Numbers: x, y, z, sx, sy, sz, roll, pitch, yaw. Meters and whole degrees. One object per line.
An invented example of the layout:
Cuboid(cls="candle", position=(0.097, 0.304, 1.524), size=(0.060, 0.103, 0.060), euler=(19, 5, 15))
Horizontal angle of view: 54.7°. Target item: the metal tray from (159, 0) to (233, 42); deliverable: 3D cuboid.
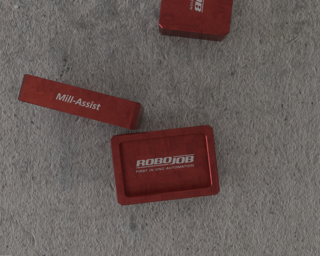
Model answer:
Cuboid(cls="metal tray", position=(0.050, -0.186, 0.408), size=(0.091, 0.030, 0.129), euler=(6, 90, 0))

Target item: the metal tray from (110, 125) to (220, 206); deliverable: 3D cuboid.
Cuboid(cls="metal tray", position=(0.007, 0.047, 0.407), size=(0.131, 0.030, 0.089), euler=(-6, 90, 0))

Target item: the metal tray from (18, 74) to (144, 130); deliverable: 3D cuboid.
Cuboid(cls="metal tray", position=(-0.087, -0.029, 0.376), size=(0.131, 0.090, 0.030), euler=(14, 90, 0))
